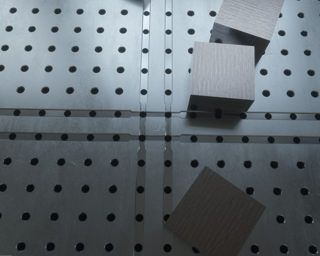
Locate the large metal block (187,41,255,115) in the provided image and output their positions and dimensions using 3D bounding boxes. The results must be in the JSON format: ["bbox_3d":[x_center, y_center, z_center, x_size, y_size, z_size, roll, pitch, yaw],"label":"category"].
[{"bbox_3d":[0.082,-0.067,0.424,0.080,0.050,0.080,5,70,1],"label":"large metal block"}]

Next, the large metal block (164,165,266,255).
[{"bbox_3d":[0.061,0.104,0.361,0.080,0.050,0.080,35,73,11],"label":"large metal block"}]

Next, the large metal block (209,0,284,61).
[{"bbox_3d":[0.127,-0.158,0.458,0.080,0.050,0.080,21,71,7],"label":"large metal block"}]
